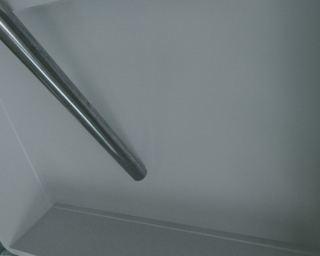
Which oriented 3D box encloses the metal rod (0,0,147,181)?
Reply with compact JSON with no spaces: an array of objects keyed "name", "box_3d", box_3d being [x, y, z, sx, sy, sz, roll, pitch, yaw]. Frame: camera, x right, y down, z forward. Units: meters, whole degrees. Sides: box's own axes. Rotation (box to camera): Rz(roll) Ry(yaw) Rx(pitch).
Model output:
[{"name":"metal rod","box_3d":[-0.089,-0.018,0.365,0.025,0.025,0.300,0,144,28]}]
